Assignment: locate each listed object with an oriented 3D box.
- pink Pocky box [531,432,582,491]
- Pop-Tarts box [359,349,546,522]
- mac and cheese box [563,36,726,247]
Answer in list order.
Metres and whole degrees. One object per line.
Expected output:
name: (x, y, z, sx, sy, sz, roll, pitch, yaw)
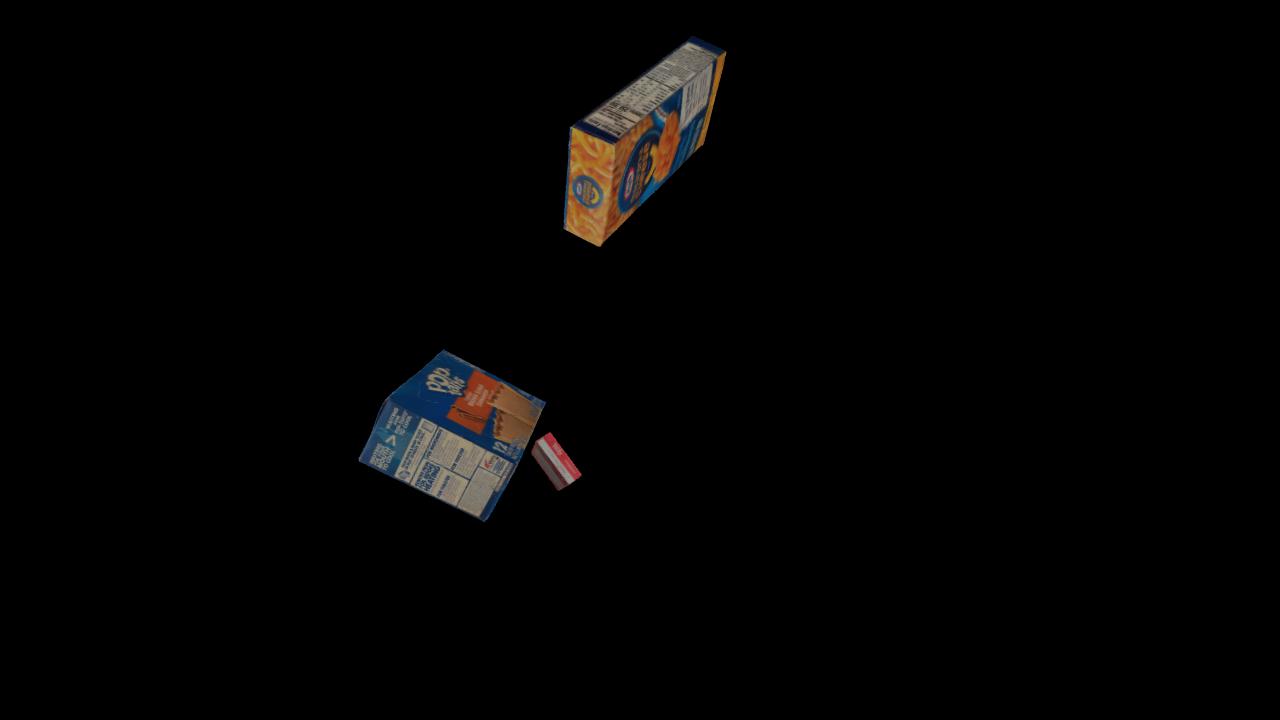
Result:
pink Pocky box: (-0.138, 0.166, 0.992, 0.029, 0.084, 0.155, -35, -5, -19)
Pop-Tarts box: (-0.194, 0.074, 0.675, 0.141, 0.083, 0.167, 28, 15, -7)
mac and cheese box: (0.006, -0.179, 0.493, 0.041, 0.184, 0.093, 29, -36, 11)
